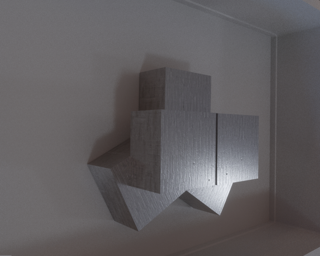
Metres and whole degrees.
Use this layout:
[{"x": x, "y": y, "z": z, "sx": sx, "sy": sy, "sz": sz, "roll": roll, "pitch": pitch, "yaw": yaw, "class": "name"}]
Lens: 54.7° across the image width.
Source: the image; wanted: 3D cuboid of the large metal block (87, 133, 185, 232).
[{"x": -0.025, "y": 0.059, "z": 0.367, "sx": 0.081, "sy": 0.050, "sz": 0.080, "roll": -33, "pitch": 111, "yaw": -35, "class": "large metal block"}]

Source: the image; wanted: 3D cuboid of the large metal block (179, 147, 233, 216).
[{"x": 0.058, "y": 0.064, "z": 0.435, "sx": 0.080, "sy": 0.050, "sz": 0.080, "roll": 41, "pitch": 65, "yaw": -32, "class": "large metal block"}]

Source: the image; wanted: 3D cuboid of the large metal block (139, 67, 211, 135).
[{"x": 0.021, "y": -0.031, "z": 0.405, "sx": 0.081, "sy": 0.050, "sz": 0.080, "roll": 2, "pitch": 89, "yaw": -40, "class": "large metal block"}]

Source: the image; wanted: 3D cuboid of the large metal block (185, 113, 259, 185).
[{"x": 0.078, "y": 0.024, "z": 0.387, "sx": 0.081, "sy": 0.050, "sz": 0.080, "roll": 1, "pitch": 90, "yaw": -40, "class": "large metal block"}]

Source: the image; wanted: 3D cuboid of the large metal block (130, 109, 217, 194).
[{"x": 0.015, "y": 0.022, "z": 0.336, "sx": 0.081, "sy": 0.050, "sz": 0.080, "roll": 1, "pitch": 90, "yaw": -40, "class": "large metal block"}]
